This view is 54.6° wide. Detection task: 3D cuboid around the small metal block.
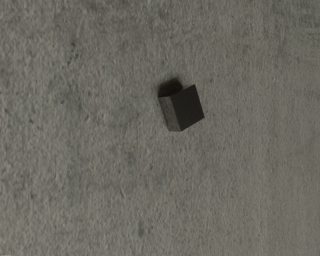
[{"bbox_3d":[0.030,-0.028,0.429,0.050,0.025,0.050,-29,109,-36],"label":"small metal block"}]
